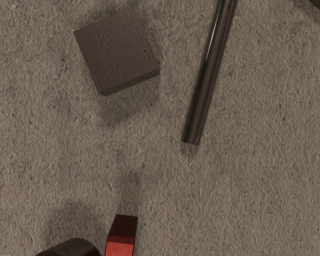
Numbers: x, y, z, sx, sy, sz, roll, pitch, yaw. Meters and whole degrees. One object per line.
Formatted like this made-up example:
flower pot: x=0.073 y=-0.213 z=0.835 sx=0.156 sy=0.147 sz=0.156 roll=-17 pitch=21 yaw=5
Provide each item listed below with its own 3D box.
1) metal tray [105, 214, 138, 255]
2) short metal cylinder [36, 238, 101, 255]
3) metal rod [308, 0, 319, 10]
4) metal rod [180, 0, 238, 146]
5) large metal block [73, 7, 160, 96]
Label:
metal tray: x=-0.052 y=0.182 z=0.376 sx=0.030 sy=0.090 sz=0.129 roll=8 pitch=90 yaw=-2
short metal cylinder: x=-0.115 y=0.184 z=0.382 sx=0.080 sy=0.050 sz=0.079 roll=-1 pitch=88 yaw=24
metal rod: x=0.249 y=-0.146 z=0.413 sx=0.300 sy=0.025 sz=0.025 roll=40 pitch=90 yaw=-1
metal rod: x=0.078 y=-0.124 z=0.410 sx=0.025 sy=0.025 sz=0.298 roll=15 pitch=90 yaw=-1
large metal block: x=-0.052 y=-0.094 z=0.397 sx=0.080 sy=0.050 sz=0.080 roll=-22 pitch=90 yaw=-1
